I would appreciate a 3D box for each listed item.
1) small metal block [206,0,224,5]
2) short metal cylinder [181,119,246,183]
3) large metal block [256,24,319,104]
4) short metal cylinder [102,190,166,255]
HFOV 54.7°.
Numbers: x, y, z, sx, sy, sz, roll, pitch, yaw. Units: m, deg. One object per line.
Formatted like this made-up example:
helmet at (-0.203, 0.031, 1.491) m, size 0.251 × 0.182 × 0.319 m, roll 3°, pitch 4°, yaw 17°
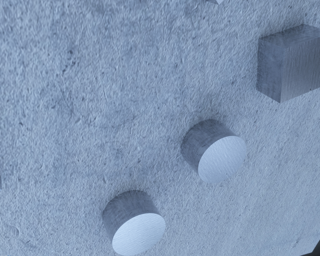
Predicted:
small metal block at (0.064, -0.173, 0.335) m, size 0.050 × 0.025 × 0.050 m, roll -45°, pitch 129°, yaw 3°
short metal cylinder at (0.078, 0.034, 0.454) m, size 0.081 × 0.050 × 0.079 m, roll -14°, pitch 124°, yaw -21°
large metal block at (0.186, -0.092, 0.436) m, size 0.081 × 0.050 × 0.080 m, roll -21°, pitch 127°, yaw -16°
short metal cylinder at (-0.039, 0.139, 0.456) m, size 0.081 × 0.050 × 0.079 m, roll -14°, pitch 124°, yaw -21°
